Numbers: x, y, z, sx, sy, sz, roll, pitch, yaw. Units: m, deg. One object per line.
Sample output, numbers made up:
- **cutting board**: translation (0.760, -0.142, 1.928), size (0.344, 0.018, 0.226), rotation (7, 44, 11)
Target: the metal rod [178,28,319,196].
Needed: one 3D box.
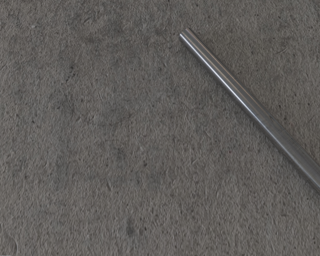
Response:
- **metal rod**: translation (0.127, -0.026, 0.418), size (0.025, 0.025, 0.300), rotation (-35, 74, -12)
